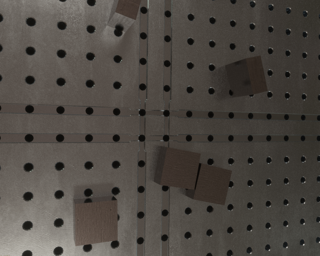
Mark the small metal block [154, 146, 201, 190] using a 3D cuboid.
[{"bbox_3d":[0.024,0.054,0.423,0.050,0.025,0.050,12,86,-20],"label":"small metal block"}]

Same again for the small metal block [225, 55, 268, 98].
[{"bbox_3d":[0.124,-0.073,0.447,0.025,0.050,0.050,-15,95,-20],"label":"small metal block"}]

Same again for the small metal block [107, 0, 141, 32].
[{"bbox_3d":[-0.042,-0.154,0.384,0.025,0.050,0.050,16,85,-20],"label":"small metal block"}]

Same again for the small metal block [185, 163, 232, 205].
[{"bbox_3d":[0.069,0.078,0.440,0.050,0.025,0.050,15,85,-20],"label":"small metal block"}]

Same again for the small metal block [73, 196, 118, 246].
[{"bbox_3d":[-0.080,0.114,0.384,0.050,0.025,0.050,-1,90,-21],"label":"small metal block"}]
